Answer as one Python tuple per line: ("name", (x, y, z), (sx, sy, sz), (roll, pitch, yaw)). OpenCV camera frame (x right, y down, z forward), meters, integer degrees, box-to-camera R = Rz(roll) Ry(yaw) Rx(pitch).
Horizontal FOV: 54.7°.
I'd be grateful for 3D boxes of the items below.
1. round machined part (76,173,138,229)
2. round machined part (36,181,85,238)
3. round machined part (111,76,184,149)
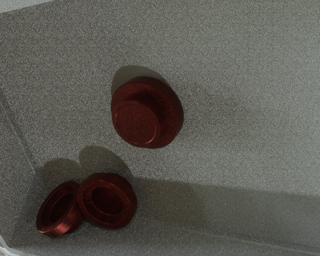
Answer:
("round machined part", (-0.082, 0.113, 0.505), (0.098, 0.042, 0.097), (8, 118, 15))
("round machined part", (-0.166, 0.146, 0.544), (0.098, 0.098, 0.042), (-16, 132, 34))
("round machined part", (-0.022, -0.014, 0.401), (0.098, 0.042, 0.097), (13, 124, 21))
